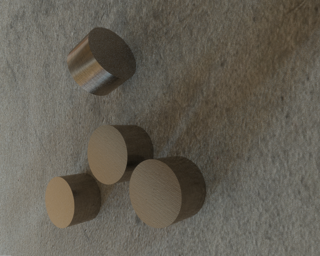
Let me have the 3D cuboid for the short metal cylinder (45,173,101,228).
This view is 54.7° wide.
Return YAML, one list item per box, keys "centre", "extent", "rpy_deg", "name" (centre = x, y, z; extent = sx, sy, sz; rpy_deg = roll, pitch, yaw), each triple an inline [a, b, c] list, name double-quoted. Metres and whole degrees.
- centre: [-0.142, 0.116, 0.502]
  extent: [0.080, 0.050, 0.079]
  rpy_deg: [0, 90, 39]
  name: "short metal cylinder"

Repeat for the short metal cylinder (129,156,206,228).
- centre: [0.009, 0.076, 0.380]
  extent: [0.080, 0.050, 0.079]
  rpy_deg: [0, 90, 39]
  name: "short metal cylinder"

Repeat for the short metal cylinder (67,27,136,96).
- centre: [-0.080, -0.092, 0.433]
  extent: [0.050, 0.081, 0.080]
  rpy_deg: [-30, 72, 36]
  name: "short metal cylinder"

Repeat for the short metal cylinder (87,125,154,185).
- centre: [-0.056, 0.035, 0.432]
  extent: [0.080, 0.050, 0.079]
  rpy_deg: [0, 90, 39]
  name: "short metal cylinder"
